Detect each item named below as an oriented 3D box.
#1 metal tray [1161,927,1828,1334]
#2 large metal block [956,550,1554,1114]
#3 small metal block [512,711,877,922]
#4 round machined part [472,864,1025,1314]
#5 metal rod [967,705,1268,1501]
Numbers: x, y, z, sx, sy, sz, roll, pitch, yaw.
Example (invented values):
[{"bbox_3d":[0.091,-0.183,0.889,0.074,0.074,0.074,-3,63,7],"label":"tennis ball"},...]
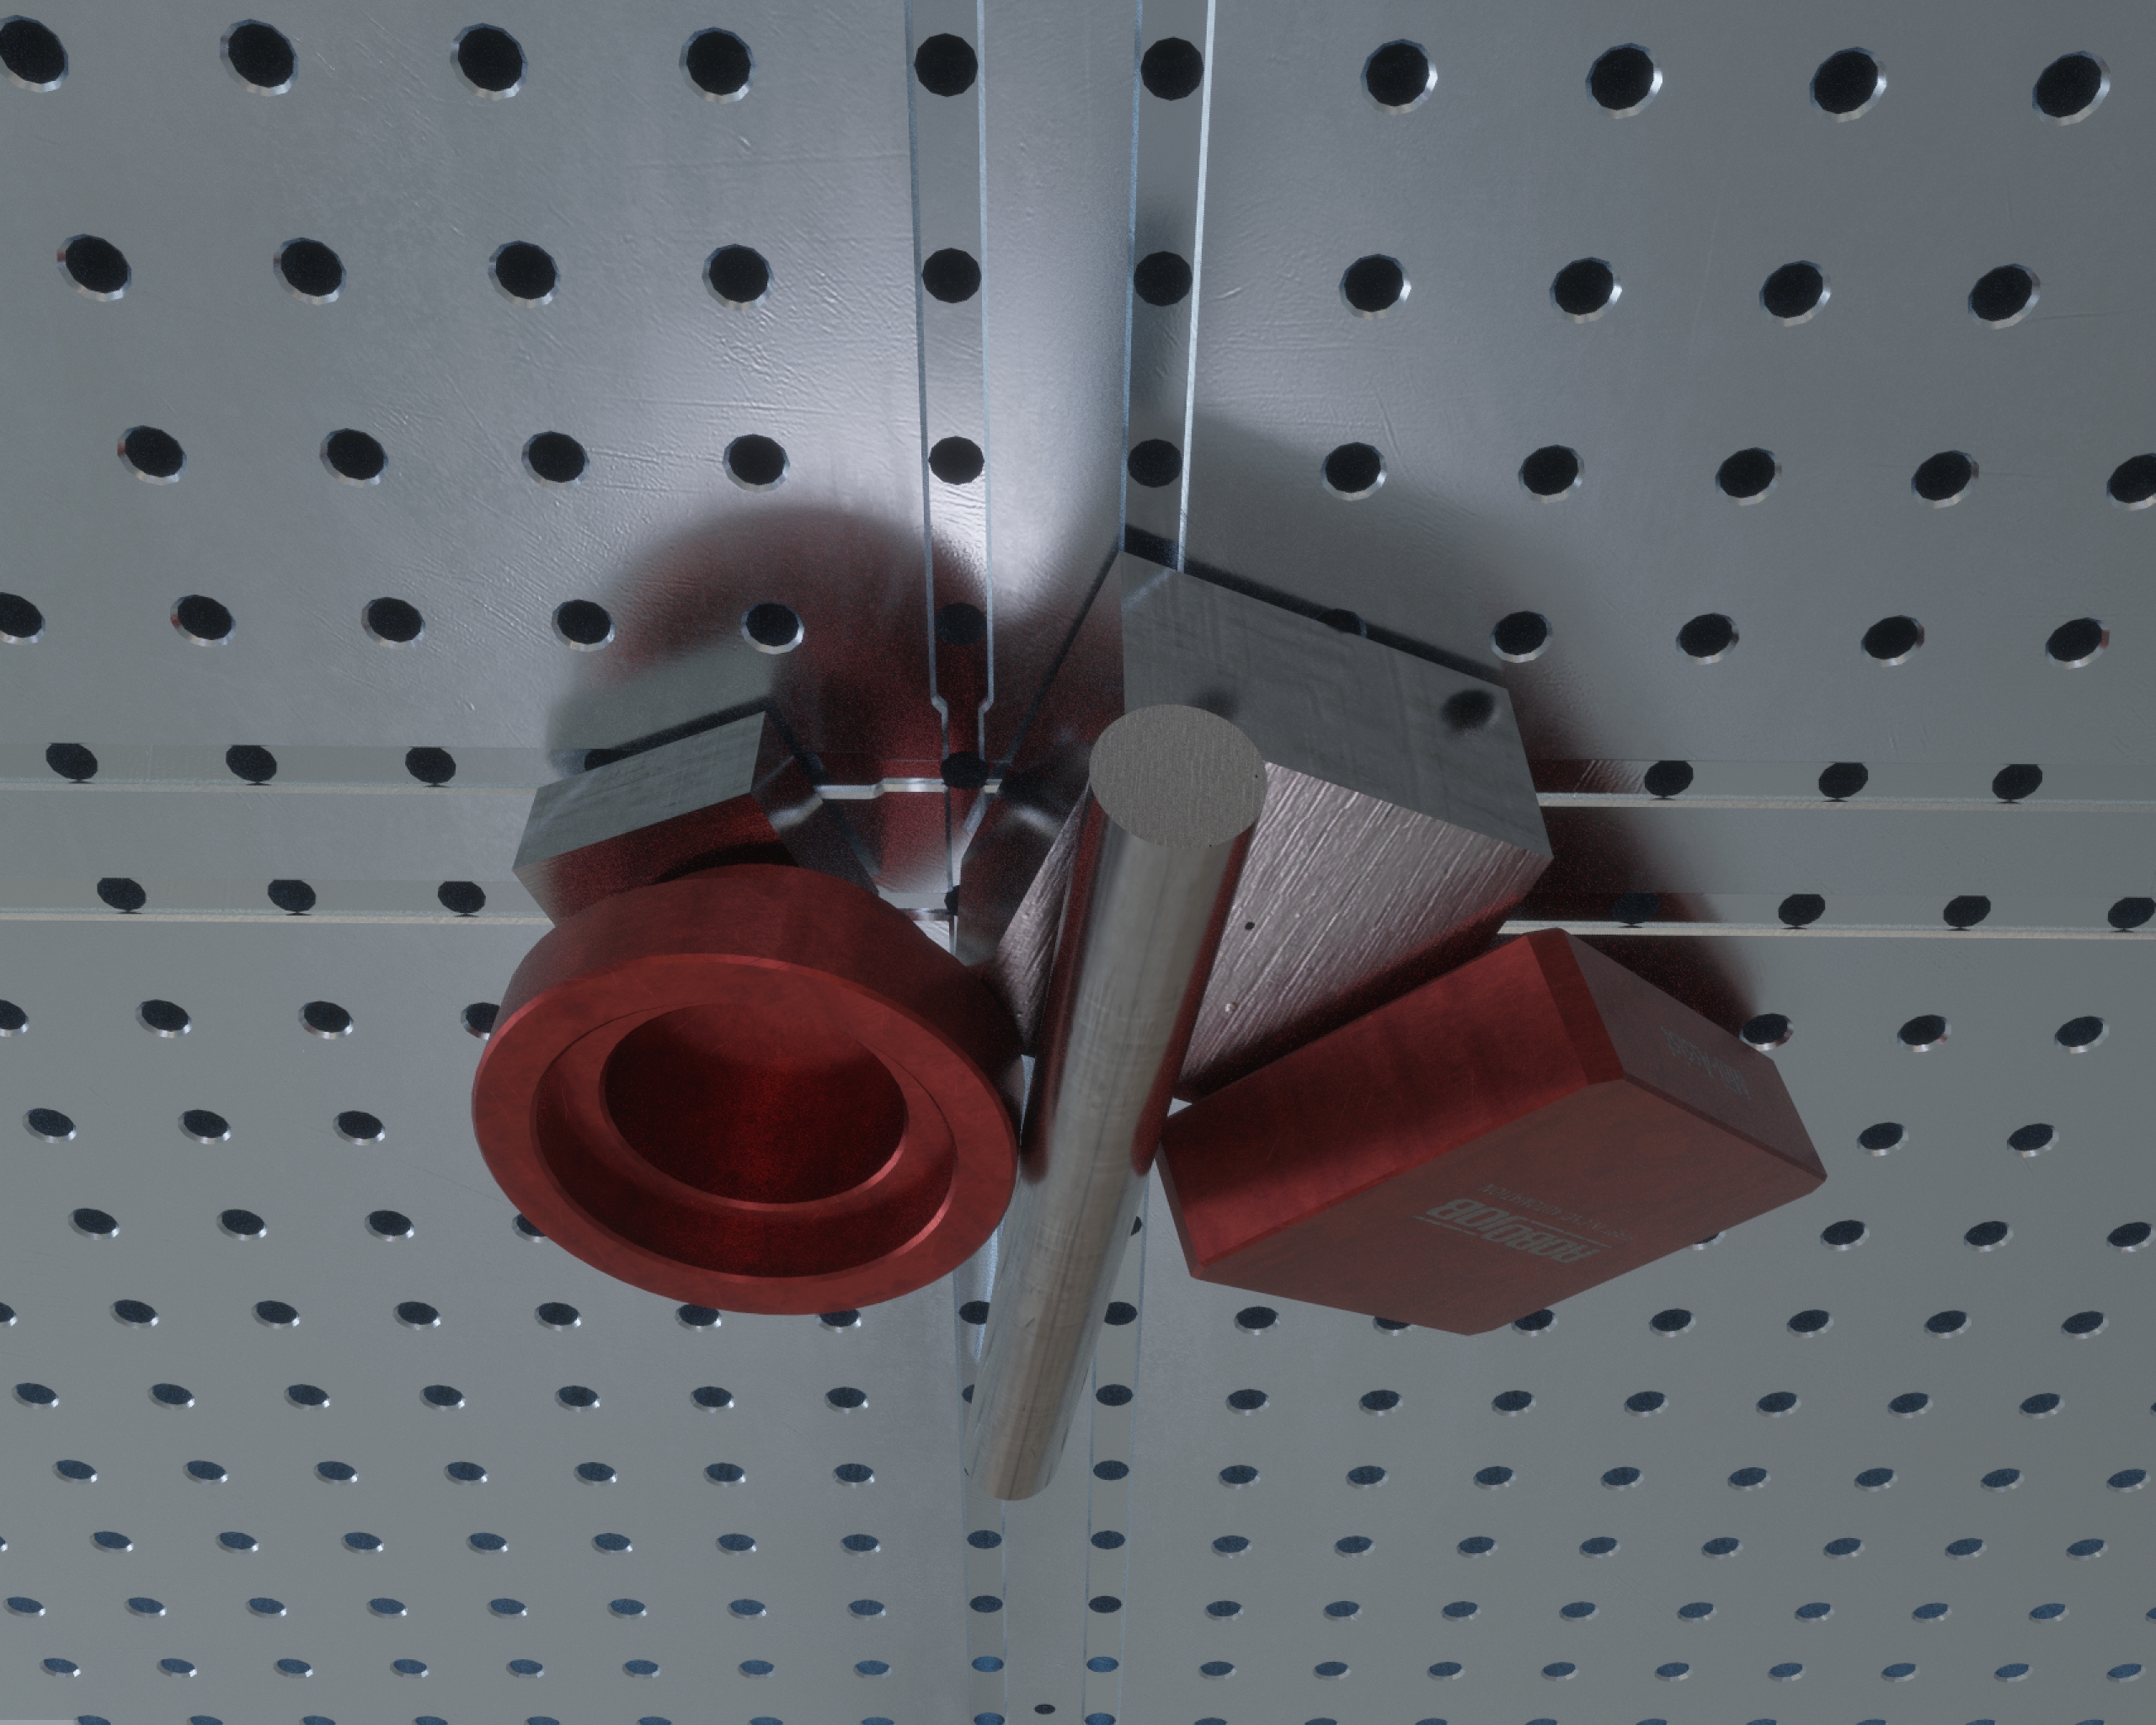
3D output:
[{"bbox_3d":[0.087,0.060,0.423,0.090,0.030,0.131,-31,149,24],"label":"metal tray"},{"bbox_3d":[0.029,-0.001,0.391,0.081,0.050,0.079,18,128,-15],"label":"large metal block"},{"bbox_3d":[-0.074,0.004,0.410,0.050,0.025,0.050,-17,128,14],"label":"small metal block"},{"bbox_3d":[-0.059,0.039,0.392,0.099,0.042,0.097,2,131,2],"label":"round machined part"},{"bbox_3d":[-0.001,0.070,0.414,0.025,0.025,0.298,5,146,-4],"label":"metal rod"}]
